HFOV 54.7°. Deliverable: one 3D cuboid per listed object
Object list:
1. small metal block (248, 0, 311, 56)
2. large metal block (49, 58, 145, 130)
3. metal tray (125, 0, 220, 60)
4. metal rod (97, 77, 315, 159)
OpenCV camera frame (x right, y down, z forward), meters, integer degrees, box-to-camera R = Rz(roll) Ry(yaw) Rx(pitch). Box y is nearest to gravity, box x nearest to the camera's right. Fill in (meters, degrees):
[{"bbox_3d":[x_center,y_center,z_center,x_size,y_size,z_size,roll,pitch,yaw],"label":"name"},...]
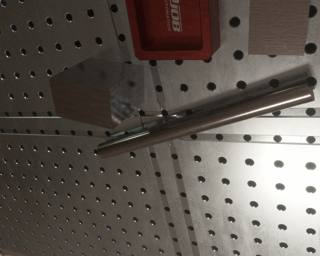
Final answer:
[{"bbox_3d":[0.112,-0.097,0.292,0.050,0.025,0.050,7,122,24],"label":"small metal block"},{"bbox_3d":[-0.074,-0.046,0.384,0.080,0.080,0.050,13,124,21],"label":"large metal block"},{"bbox_3d":[0.010,-0.137,0.316,0.090,0.030,0.129,5,121,25],"label":"metal tray"},{"bbox_3d":[0.031,-0.002,0.392,0.300,0.025,0.025,-17,110,34],"label":"metal rod"}]
